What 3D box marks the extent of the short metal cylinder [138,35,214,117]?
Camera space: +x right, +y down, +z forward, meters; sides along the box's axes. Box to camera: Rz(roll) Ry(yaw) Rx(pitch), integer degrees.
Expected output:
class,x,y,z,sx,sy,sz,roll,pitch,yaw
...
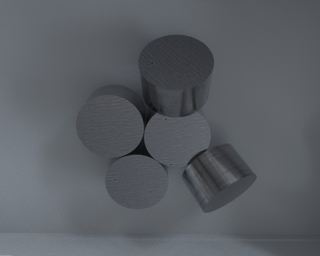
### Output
class,x,y,z,sx,sy,sz,roll,pitch,yaw
short metal cylinder,0.018,-0.059,0.351,0.081,0.080,0.050,-3,149,0

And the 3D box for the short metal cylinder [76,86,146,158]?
class,x,y,z,sx,sy,sz,roll,pitch,yaw
short metal cylinder,-0.059,-0.009,0.391,0.081,0.050,0.079,0,110,-1

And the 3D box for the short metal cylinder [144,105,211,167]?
class,x,y,z,sx,sy,sz,roll,pitch,yaw
short metal cylinder,0.021,0.003,0.397,0.081,0.050,0.079,0,110,-1

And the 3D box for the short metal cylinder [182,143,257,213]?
class,x,y,z,sx,sy,sz,roll,pitch,yaw
short metal cylinder,0.076,0.065,0.399,0.081,0.050,0.080,-25,149,-16

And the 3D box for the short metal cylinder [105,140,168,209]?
class,x,y,z,sx,sy,sz,roll,pitch,yaw
short metal cylinder,-0.030,0.061,0.418,0.081,0.050,0.079,0,110,-1
